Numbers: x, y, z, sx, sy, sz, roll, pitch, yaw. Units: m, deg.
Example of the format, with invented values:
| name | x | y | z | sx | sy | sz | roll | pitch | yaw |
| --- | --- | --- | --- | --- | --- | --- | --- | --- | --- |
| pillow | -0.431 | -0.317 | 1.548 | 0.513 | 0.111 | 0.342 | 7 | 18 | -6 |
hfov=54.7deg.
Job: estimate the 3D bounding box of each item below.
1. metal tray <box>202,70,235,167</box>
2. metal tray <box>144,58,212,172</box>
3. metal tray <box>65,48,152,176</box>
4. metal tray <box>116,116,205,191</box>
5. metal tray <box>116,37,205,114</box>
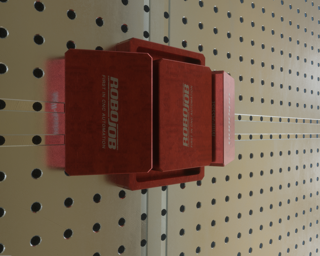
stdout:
| name | x | y | z | sx | sy | sz | roll | pitch | yaw |
| --- | --- | --- | --- | --- | --- | --- | --- | --- | --- |
| metal tray | 0.088 | -0.013 | 0.457 | 0.090 | 0.030 | 0.129 | -2 | 92 | -67 |
| metal tray | 0.024 | -0.015 | 0.389 | 0.091 | 0.030 | 0.129 | -1 | 91 | -40 |
| metal tray | -0.056 | -0.016 | 0.337 | 0.091 | 0.030 | 0.129 | 0 | 91 | -14 |
| metal tray | 0.005 | 0.029 | 0.413 | 0.131 | 0.030 | 0.089 | 0 | 90 | -40 |
| metal tray | 0.005 | -0.061 | 0.412 | 0.131 | 0.030 | 0.089 | 0 | 90 | -40 |
